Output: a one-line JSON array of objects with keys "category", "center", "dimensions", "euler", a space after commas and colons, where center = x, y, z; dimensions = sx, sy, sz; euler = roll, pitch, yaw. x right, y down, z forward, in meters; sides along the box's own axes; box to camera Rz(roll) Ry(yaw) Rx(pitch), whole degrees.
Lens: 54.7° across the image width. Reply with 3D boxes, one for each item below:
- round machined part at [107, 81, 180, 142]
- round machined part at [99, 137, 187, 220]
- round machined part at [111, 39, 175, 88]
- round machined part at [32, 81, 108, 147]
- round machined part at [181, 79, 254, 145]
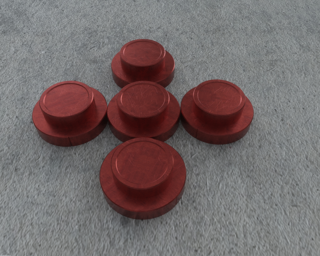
[{"category": "round machined part", "center": [-0.022, -0.026, 0.415], "dimensions": [0.099, 0.042, 0.098], "euler": [0, 50, 0]}, {"category": "round machined part", "center": [-0.019, 0.049, 0.352], "dimensions": [0.099, 0.042, 0.098], "euler": [0, 50, 0]}, {"category": "round machined part", "center": [-0.026, -0.101, 0.478], "dimensions": [0.099, 0.042, 0.098], "euler": [0, 50, 0]}, {"category": "round machined part", "center": [-0.120, -0.026, 0.414], "dimensions": [0.099, 0.042, 0.098], "euler": [0, 50, 0]}, {"category": "round machined part", "center": [0.077, -0.028, 0.419], "dimensions": [0.099, 0.042, 0.098], "euler": [0, 50, 0]}]
